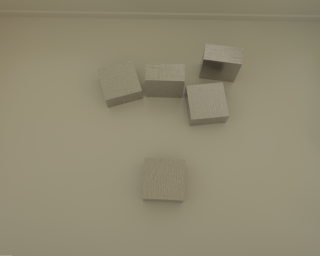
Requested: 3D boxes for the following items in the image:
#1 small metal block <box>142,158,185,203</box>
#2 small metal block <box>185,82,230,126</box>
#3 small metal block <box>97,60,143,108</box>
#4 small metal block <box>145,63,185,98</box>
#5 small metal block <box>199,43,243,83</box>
[{"bbox_3d":[0.005,0.065,0.386,0.050,0.025,0.050,3,70,0],"label":"small metal block"},{"bbox_3d":[0.063,-0.032,0.422,0.050,0.025,0.050,-6,70,-3],"label":"small metal block"},{"bbox_3d":[-0.055,-0.061,0.431,0.050,0.025,0.050,-16,71,-6],"label":"small metal block"},{"bbox_3d":[0.006,-0.063,0.420,0.050,0.050,0.025,2,70,0],"label":"small metal block"},{"bbox_3d":[0.084,-0.089,0.430,0.050,0.050,0.025,8,70,2],"label":"small metal block"}]
